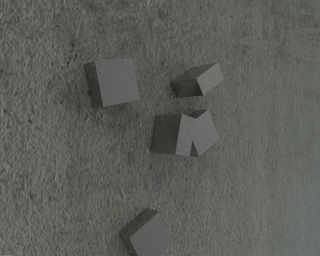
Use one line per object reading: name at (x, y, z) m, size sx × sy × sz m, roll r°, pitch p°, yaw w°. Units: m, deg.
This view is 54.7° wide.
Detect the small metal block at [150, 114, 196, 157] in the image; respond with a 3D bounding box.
small metal block at (0.016, 0.010, 0.401) m, size 0.025 × 0.050 × 0.050 m, roll 16°, pitch 80°, yaw -39°

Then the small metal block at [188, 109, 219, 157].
small metal block at (0.055, 0.007, 0.450) m, size 0.050 × 0.025 × 0.050 m, roll -36°, pitch 112°, yaw -34°

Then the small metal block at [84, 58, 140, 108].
small metal block at (-0.055, -0.053, 0.358) m, size 0.050 × 0.025 × 0.050 m, roll -16°, pitch 100°, yaw -39°

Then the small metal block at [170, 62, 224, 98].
small metal block at (0.052, -0.066, 0.431) m, size 0.050 × 0.050 × 0.025 m, roll -39°, pitch 114°, yaw -33°

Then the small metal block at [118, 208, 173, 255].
small metal block at (-0.018, 0.138, 0.390) m, size 0.050 × 0.025 × 0.050 m, roll -34°, pitch 111°, yaw -35°
